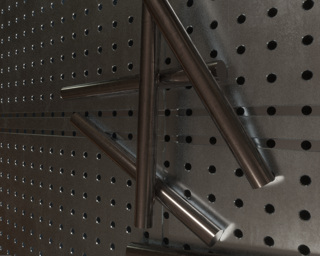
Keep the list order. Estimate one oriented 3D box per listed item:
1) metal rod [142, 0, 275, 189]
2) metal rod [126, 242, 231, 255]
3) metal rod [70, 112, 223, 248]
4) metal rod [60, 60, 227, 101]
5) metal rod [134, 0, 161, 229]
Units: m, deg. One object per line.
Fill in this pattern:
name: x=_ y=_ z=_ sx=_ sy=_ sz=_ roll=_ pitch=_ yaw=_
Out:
metal rod: x=0.035 y=-0.072 z=0.341 sx=0.025 sy=0.025 sz=0.299 roll=-35 pitch=80 yaw=34
metal rod: x=0.076 y=0.156 z=0.345 sx=0.300 sy=0.025 sz=0.025 roll=-9 pitch=84 yaw=39
metal rod: x=-0.038 y=0.055 z=0.438 sx=0.300 sy=0.025 sz=0.025 roll=35 pitch=111 yaw=34
metal rod: x=-0.046 y=-0.062 z=0.445 sx=0.300 sy=0.025 sz=0.025 roll=-1 pitch=89 yaw=39
metal rod: x=-0.014 y=-0.027 z=0.385 sx=0.025 sy=0.025 sz=0.298 roll=4 pitch=92 yaw=39
